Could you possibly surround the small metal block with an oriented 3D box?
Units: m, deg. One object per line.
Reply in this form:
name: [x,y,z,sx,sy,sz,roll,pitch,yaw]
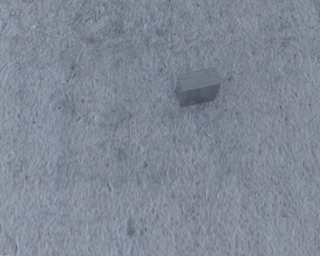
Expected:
small metal block: [0.050,-0.054,0.415,0.050,0.050,0.025,-13,71,-5]
